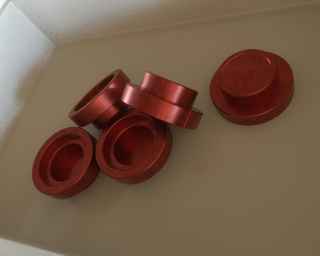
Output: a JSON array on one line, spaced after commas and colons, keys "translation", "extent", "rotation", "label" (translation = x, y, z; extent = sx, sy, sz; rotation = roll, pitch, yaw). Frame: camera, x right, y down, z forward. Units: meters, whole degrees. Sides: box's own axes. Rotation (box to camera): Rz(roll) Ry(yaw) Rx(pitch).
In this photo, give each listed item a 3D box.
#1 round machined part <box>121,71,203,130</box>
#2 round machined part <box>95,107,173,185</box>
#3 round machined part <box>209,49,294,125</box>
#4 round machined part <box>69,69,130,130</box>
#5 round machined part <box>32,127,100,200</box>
[{"translation": [0.007, -0.037, 0.372], "extent": [0.098, 0.099, 0.042], "rotation": [29, 102, 37], "label": "round machined part"}, {"translation": [-0.029, 0.025, 0.393], "extent": [0.098, 0.042, 0.098], "rotation": [-13, 56, 20], "label": "round machined part"}, {"translation": [0.107, -0.055, 0.372], "extent": [0.098, 0.042, 0.098], "rotation": [-13, 56, 20], "label": "round machined part"}, {"translation": [-0.078, -0.035, 0.438], "extent": [0.098, 0.042, 0.098], "rotation": [-36, 22, 17], "label": "round machined part"}, {"translation": [-0.122, 0.051, 0.426], "extent": [0.098, 0.042, 0.098], "rotation": [-13, 56, 20], "label": "round machined part"}]
